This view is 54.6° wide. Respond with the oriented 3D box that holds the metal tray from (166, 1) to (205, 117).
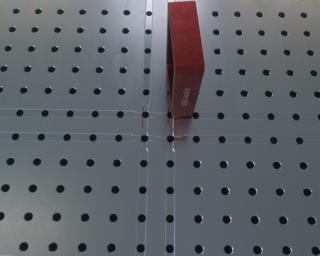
[{"bbox_3d":[0.027,-0.078,0.385,0.030,0.130,0.090,-4,70,-1],"label":"metal tray"}]
